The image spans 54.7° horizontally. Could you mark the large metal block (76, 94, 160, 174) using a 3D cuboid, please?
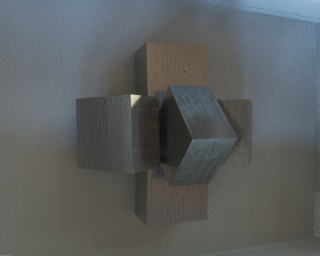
[{"bbox_3d":[-0.048,0.006,0.354,0.050,0.080,0.079,-3,92,-57],"label":"large metal block"}]

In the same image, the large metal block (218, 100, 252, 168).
[{"bbox_3d":[0.093,0.006,0.407,0.050,0.080,0.080,1,90,19],"label":"large metal block"}]

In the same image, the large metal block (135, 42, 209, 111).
[{"bbox_3d":[0.015,-0.062,0.398,0.081,0.050,0.080,-2,91,-20],"label":"large metal block"}]

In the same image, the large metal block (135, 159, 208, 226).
[{"bbox_3d":[0.014,0.076,0.401,0.081,0.050,0.080,1,90,-20],"label":"large metal block"}]

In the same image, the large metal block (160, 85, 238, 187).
[{"bbox_3d":[0.033,0.009,0.350,0.050,0.079,0.080,-1,47,-21],"label":"large metal block"}]
